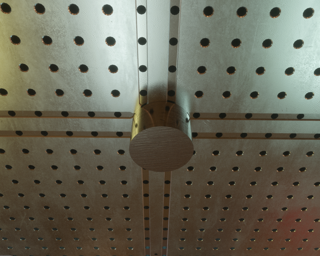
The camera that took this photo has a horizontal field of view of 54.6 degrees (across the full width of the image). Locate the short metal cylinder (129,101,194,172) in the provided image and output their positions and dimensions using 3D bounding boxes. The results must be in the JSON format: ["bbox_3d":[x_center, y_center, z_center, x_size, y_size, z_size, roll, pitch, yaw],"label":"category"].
[{"bbox_3d":[0.002,0.012,0.405,0.080,0.050,0.080,0,130,0],"label":"short metal cylinder"}]
